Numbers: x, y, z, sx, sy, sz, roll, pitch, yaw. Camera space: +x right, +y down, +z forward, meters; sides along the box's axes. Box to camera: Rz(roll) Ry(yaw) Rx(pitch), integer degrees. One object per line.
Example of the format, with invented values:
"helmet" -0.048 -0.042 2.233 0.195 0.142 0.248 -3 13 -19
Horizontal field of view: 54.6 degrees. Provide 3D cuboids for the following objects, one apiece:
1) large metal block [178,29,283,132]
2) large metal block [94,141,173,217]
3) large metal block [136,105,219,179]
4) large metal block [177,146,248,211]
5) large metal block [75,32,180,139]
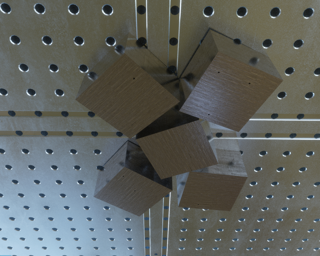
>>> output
"large metal block" 0.074 -0.051 0.351 0.080 0.050 0.080 18 128 -19
"large metal block" -0.039 0.077 0.458 0.080 0.050 0.080 31 123 -23
"large metal block" 0.023 0.014 0.406 0.080 0.050 0.080 -18 128 14
"large metal block" 0.073 0.076 0.460 0.080 0.050 0.079 6 130 -6
"large metal block" -0.035 -0.046 0.355 0.080 0.050 0.080 -36 121 27
